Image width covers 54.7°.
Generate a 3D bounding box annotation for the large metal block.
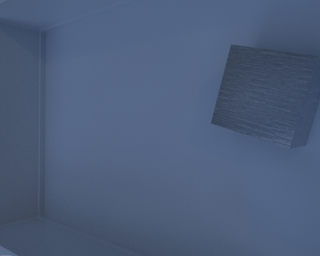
[{"bbox_3d":[0.106,-0.032,0.302,0.080,0.050,0.079,21,103,37],"label":"large metal block"}]
